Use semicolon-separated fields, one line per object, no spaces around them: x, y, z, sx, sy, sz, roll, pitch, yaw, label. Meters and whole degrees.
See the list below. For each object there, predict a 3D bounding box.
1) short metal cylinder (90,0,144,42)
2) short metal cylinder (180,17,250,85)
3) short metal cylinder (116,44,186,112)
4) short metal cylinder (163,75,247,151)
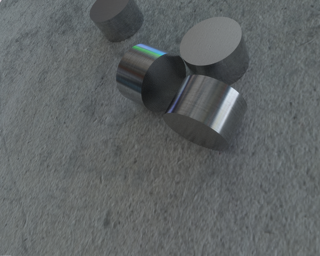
-0.076;-0.199;0.548;0.080;0.050;0.080;-13;56;20;short metal cylinder
0.073;-0.099;0.410;0.080;0.050;0.080;-13;56;20;short metal cylinder
-0.011;-0.067;0.414;0.050;0.080;0.080;30;78;37;short metal cylinder
0.051;-0.016;0.351;0.080;0.080;0.050;18;71;34;short metal cylinder
